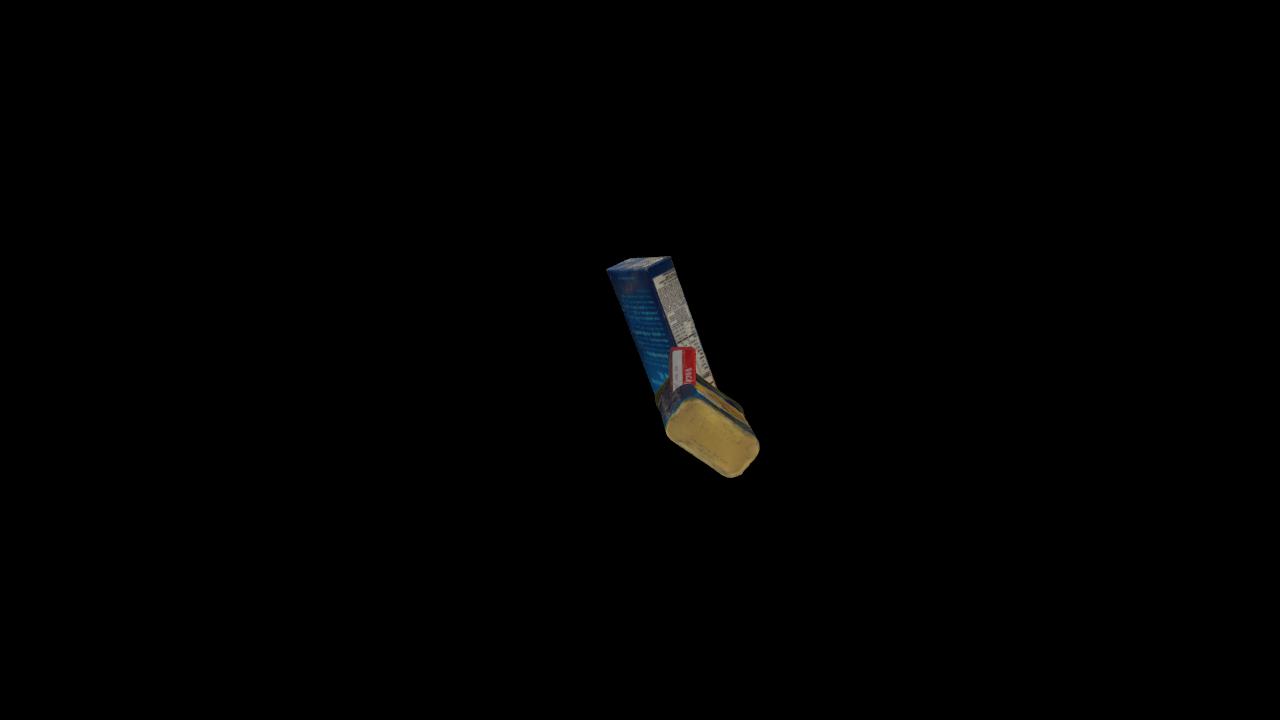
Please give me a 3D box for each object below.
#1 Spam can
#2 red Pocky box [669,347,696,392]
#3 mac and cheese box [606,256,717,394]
[{"bbox_3d":[0.069,0.065,0.637,0.101,0.058,0.085,35,12,-14],"label":"Spam can"},{"bbox_3d":[0.046,0.023,0.701,0.028,0.083,0.155,-1,4,1],"label":"red Pocky box"},{"bbox_3d":[0.028,-0.025,0.697,0.041,0.184,0.093,-30,20,-25],"label":"mac and cheese box"}]
